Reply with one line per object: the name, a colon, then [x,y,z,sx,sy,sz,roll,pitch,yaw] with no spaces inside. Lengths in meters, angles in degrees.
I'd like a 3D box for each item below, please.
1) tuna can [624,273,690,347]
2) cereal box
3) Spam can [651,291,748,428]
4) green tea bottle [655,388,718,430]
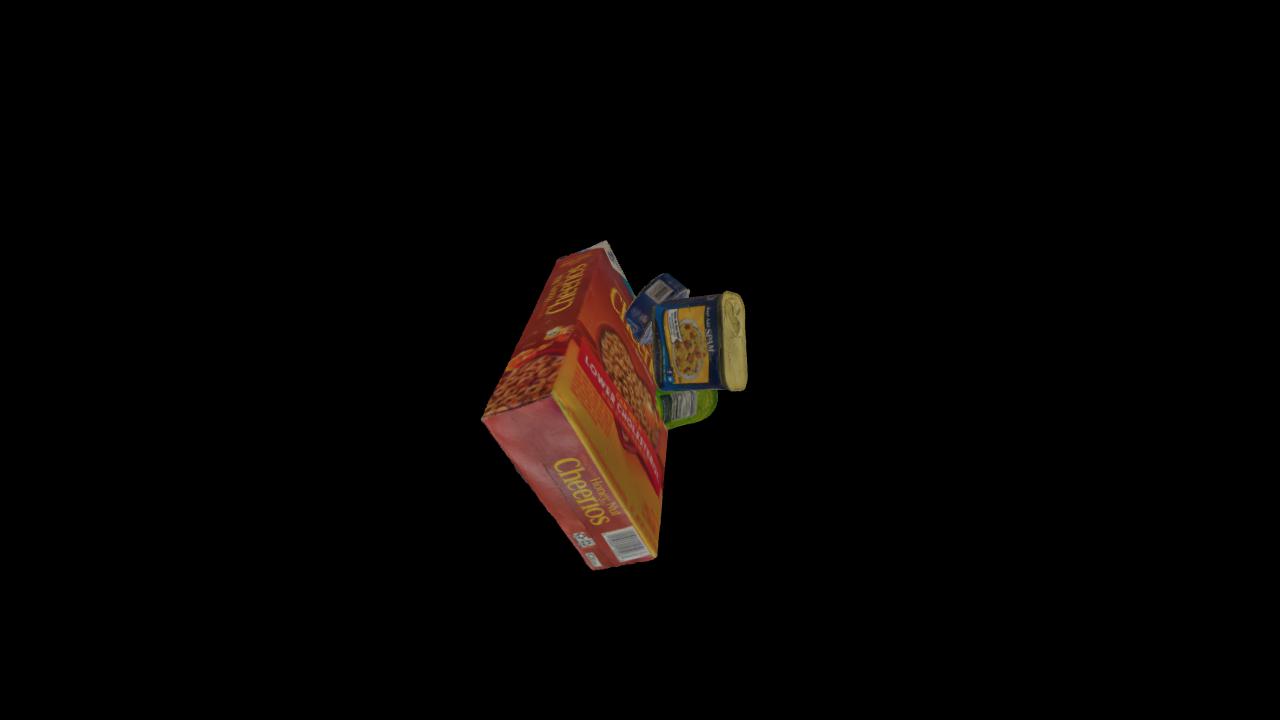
tuna can: [0.017,-0.056,0.689,0.034,0.084,0.084,40,9,11]
cereal box: [-0.040,0.029,0.643,0.081,0.203,0.306,-18,29,18]
Spam can: [0.061,-0.016,0.642,0.085,0.101,0.058,-4,-5,32]
green tea bottle: [0.020,0.054,0.733,0.073,0.073,0.212,0,3,32]
